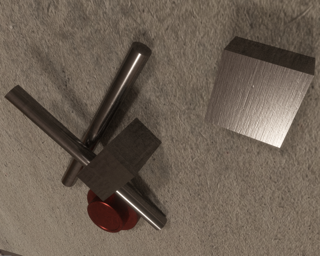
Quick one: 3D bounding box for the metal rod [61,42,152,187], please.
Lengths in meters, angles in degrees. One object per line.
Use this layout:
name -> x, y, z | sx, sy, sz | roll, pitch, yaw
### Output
metal rod -> -0.091, 0.001, 0.453 | 0.025, 0.025, 0.298 | 39, 129, 2

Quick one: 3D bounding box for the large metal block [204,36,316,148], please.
large metal block -> 0.099, -0.038, 0.315 | 0.080, 0.050, 0.079 | 21, 126, 15

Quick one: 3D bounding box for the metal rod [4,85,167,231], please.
metal rod -> -0.100, 0.052, 0.460 | 0.300, 0.025, 0.025 | 45, 129, -16

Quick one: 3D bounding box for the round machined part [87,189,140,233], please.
round machined part -> -0.082, 0.137, 0.522 | 0.098, 0.042, 0.097 | 13, 124, 20

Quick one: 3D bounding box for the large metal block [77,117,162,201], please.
large metal block -> -0.055, 0.042, 0.425 | 0.050, 0.080, 0.080 | 45, 129, -4
